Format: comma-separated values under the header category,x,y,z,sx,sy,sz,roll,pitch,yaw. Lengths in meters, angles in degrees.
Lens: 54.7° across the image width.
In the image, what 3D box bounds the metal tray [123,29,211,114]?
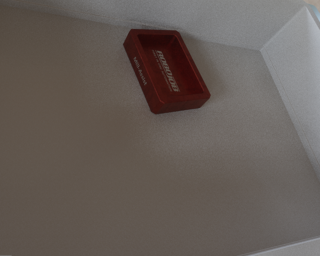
category,x,y,z,sx,sy,sz,roll,pitch,yaw
metal tray,0.010,-0.087,0.462,0.091,0.030,0.130,-10,67,-33
